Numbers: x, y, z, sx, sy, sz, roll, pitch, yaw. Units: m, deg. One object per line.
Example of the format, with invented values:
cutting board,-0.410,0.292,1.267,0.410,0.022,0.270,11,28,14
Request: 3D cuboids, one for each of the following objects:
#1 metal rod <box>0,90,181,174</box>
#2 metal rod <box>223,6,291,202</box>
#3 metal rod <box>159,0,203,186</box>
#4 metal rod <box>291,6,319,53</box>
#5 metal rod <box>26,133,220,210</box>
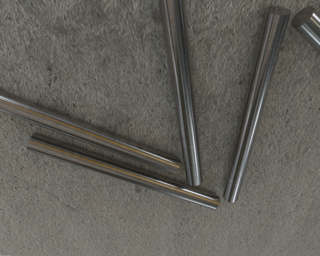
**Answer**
metal rod,-0.109,0.002,0.407,0.302,0.025,0.025,22,127,-18
metal rod,0.116,-0.003,0.404,0.025,0.025,0.298,0,130,-1
metal rod,0.030,-0.033,0.378,0.025,0.025,0.298,-7,130,6
metal rod,0.262,-0.042,0.373,0.301,0.025,0.025,31,124,-24
metal rod,-0.043,0.070,0.466,0.302,0.025,0.025,21,127,-18
